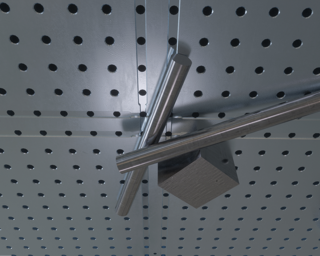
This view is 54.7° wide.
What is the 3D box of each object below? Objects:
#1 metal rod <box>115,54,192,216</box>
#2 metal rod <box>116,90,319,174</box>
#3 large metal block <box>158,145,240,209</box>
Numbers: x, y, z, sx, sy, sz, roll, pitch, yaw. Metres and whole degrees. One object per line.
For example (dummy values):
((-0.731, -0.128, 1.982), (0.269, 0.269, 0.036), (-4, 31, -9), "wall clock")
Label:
((-0.020, 0.032, 0.438), (0.025, 0.025, 0.298), (13, 129, -11), "metal rod")
((0.088, 0.003, 0.395), (0.301, 0.025, 0.025), (-18, 128, 7), "metal rod")
((0.054, 0.063, 0.450), (0.080, 0.050, 0.080), (36, 121, -27), "large metal block")
